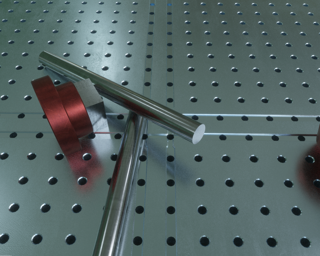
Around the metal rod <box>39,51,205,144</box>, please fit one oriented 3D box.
[{"bbox_3d":[-0.071,-0.053,0.426,0.300,0.025,0.025,28,55,30],"label":"metal rod"}]

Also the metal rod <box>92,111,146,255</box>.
[{"bbox_3d":[-0.046,0.077,0.342,0.025,0.025,0.300,6,50,4],"label":"metal rod"}]

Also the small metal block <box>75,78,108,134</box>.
[{"bbox_3d":[-0.094,-0.030,0.416,0.025,0.050,0.050,-23,54,-18],"label":"small metal block"}]

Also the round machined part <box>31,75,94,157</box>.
[{"bbox_3d":[-0.114,-0.018,0.374,0.042,0.097,0.098,-24,54,-16],"label":"round machined part"}]

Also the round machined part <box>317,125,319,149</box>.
[{"bbox_3d":[0.239,0.023,0.367,0.099,0.042,0.098,-2,32,2],"label":"round machined part"}]
